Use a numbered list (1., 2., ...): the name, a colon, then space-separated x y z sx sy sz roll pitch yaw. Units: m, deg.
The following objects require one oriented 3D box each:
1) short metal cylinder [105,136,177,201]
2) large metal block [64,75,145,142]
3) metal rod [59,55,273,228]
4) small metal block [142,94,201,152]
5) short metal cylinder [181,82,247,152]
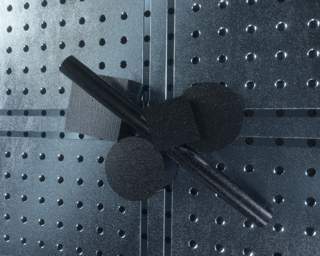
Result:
1. short metal cylinder: -0.024 0.050 0.404 0.080 0.050 0.079 0 90 20
2. large metal block: -0.074 -0.029 0.419 0.080 0.050 0.079 12 94 19
3. metal rod: 0.006 0.015 0.369 0.300 0.025 0.025 38 103 1
4. small metal block: 0.013 -0.004 0.343 0.050 0.025 0.050 -17 84 1
5. short metal cylinder: 0.061 -0.012 0.374 0.080 0.050 0.079 0 90 20
